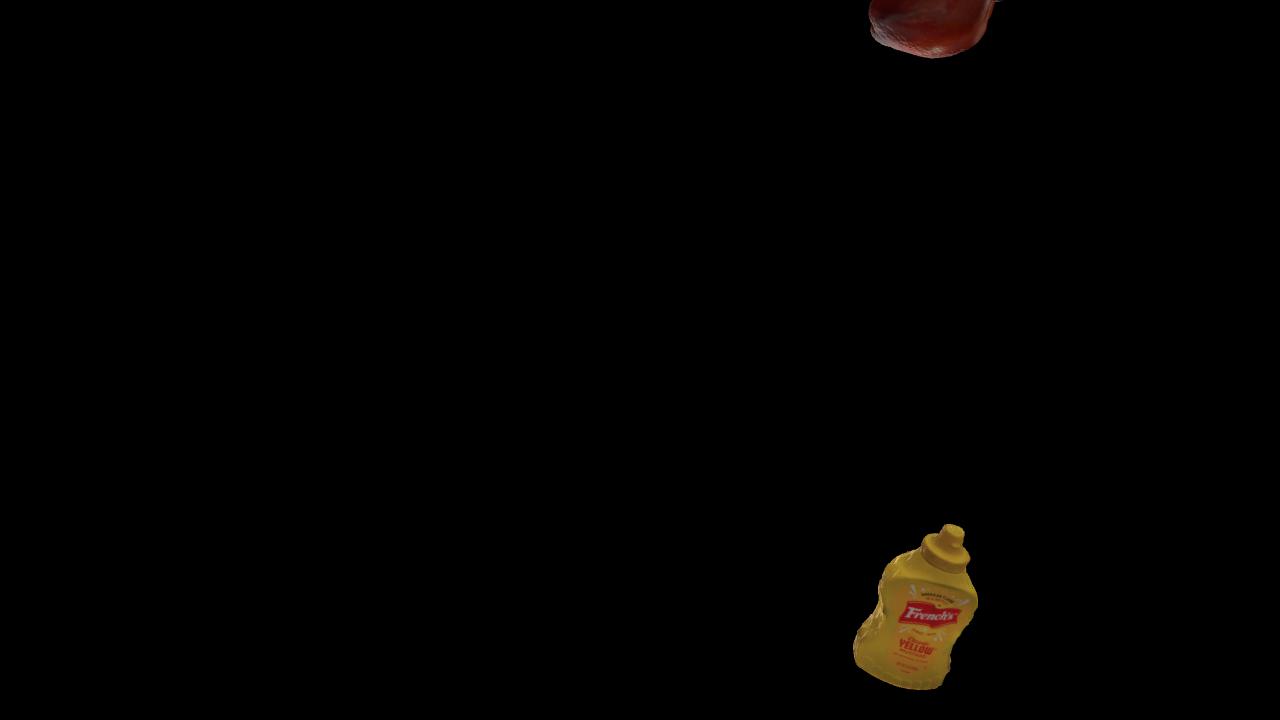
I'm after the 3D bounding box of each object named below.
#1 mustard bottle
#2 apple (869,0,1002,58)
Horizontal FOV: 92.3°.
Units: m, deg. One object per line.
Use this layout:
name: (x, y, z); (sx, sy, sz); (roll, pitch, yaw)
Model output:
mustard bottle: (0.282, 0.241, 0.614); (0.092, 0.184, 0.054); (15, 23, 12)
apple: (0.226, -0.274, 0.468); (0.093, 0.079, 0.079); (13, 6, 26)
